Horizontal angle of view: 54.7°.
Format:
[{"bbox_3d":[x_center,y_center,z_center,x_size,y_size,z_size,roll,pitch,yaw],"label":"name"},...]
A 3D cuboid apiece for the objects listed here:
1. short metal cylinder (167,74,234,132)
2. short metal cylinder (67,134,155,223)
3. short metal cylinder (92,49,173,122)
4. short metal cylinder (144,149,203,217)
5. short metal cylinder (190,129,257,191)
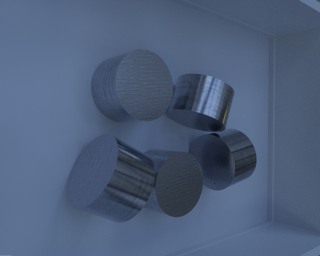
[{"bbox_3d":[0.055,-0.032,0.418,0.080,0.080,0.050,27,73,-37],"label":"short metal cylinder"},{"bbox_3d":[-0.052,0.053,0.326,0.050,0.080,0.080,34,69,-35],"label":"short metal cylinder"},{"bbox_3d":[-0.031,-0.047,0.363,0.081,0.050,0.079,0,90,-40],"label":"short metal cylinder"},{"bbox_3d":[0.010,0.069,0.398,0.081,0.050,0.079,0,90,-40],"label":"short metal cylinder"},{"bbox_3d":[0.090,0.044,0.447,0.050,0.080,0.079,-12,98,-40],"label":"short metal cylinder"}]
